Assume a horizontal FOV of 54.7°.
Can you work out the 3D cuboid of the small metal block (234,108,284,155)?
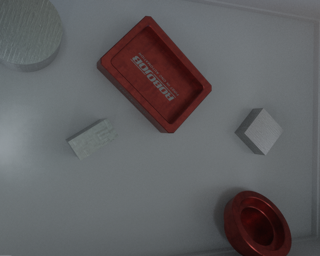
[{"bbox_3d":[0.150,0.005,0.468,0.050,0.025,0.050,44,76,-15],"label":"small metal block"}]

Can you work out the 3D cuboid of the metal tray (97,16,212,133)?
[{"bbox_3d":[-0.005,-0.067,0.406,0.130,0.030,0.090,46,76,-15],"label":"metal tray"}]

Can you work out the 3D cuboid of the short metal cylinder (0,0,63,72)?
[{"bbox_3d":[-0.151,-0.105,0.341,0.081,0.050,0.079,0,90,-20],"label":"short metal cylinder"}]

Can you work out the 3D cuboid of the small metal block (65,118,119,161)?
[{"bbox_3d":[-0.082,0.012,0.368,0.050,0.050,0.025,-33,101,-17],"label":"small metal block"}]

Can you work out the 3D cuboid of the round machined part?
[{"bbox_3d":[0.130,0.141,0.434,0.099,0.042,0.098,19,42,-18],"label":"round machined part"}]
